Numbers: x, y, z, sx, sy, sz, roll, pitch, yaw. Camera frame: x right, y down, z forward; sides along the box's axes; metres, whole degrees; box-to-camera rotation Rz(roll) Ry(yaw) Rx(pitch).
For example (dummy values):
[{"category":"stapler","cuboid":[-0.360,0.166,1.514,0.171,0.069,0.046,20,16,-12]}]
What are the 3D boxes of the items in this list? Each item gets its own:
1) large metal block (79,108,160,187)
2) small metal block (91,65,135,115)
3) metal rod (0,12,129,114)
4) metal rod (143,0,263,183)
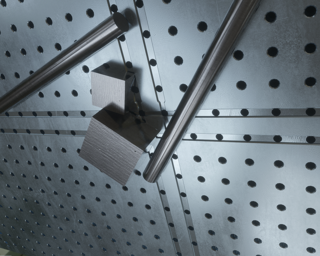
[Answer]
[{"category":"large metal block","cuboid":[-0.059,0.023,0.438,0.080,0.050,0.079,33,129,6]},{"category":"small metal block","cuboid":[-0.063,-0.051,0.411,0.050,0.025,0.050,18,125,17]},{"category":"metal rod","cuboid":[-0.159,-0.079,0.443,0.300,0.025,0.025,-21,108,35]},{"category":"metal rod","cuboid":[0.039,-0.033,0.369,0.025,0.025,0.298,32,128,7]}]
